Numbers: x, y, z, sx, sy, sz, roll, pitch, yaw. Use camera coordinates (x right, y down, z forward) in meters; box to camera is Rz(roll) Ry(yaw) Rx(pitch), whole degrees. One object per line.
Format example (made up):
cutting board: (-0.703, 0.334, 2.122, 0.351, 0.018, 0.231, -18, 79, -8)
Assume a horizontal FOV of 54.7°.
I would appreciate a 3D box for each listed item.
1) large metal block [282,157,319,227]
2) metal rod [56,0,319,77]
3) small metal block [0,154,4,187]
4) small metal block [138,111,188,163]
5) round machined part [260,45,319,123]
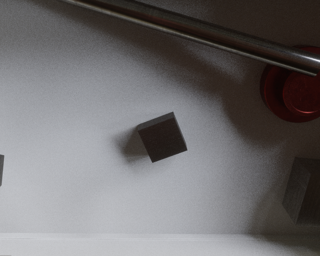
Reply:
large metal block: (0.229, 0.091, 0.435, 0.081, 0.050, 0.079, 5, 110, -3)
metal rod: (0.030, -0.113, 0.347, 0.302, 0.025, 0.025, 17, 109, 2)
small metal block: (-0.250, 0.060, 0.430, 0.050, 0.025, 0.050, 13, 110, -6)
small metal block: (0.004, 0.012, 0.416, 0.050, 0.025, 0.050, -21, 109, 7)
round machined part: (0.180, -0.052, 0.386, 0.099, 0.042, 0.097, 0, 110, -1)
